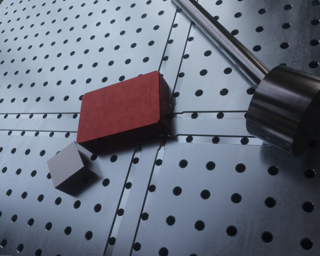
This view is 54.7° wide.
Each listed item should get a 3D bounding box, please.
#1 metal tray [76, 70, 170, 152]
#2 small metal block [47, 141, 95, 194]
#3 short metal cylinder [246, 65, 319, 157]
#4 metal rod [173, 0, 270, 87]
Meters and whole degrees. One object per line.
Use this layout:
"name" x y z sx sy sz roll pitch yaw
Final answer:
"metal tray" -0.054 -0.023 0.446 0.130 0.030 0.090 -14 56 19
"small metal block" -0.127 0.055 0.439 0.050 0.025 0.050 -37 51 3
"short metal cylinder" 0.133 -0.018 0.314 0.050 0.080 0.080 31 79 37
"metal rod" 0.078 -0.145 0.454 0.025 0.025 0.300 -34 52 6
